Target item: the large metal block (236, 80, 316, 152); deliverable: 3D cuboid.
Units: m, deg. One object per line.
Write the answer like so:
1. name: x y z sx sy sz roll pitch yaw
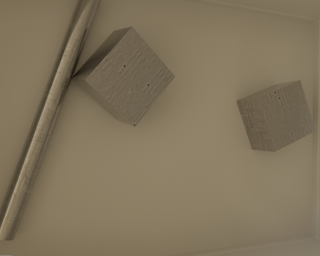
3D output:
1. large metal block: 0.173 -0.018 0.463 0.081 0.050 0.080 -22 98 -19

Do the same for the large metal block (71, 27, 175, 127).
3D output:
1. large metal block: -0.043 -0.061 0.372 0.080 0.050 0.080 45 75 -30

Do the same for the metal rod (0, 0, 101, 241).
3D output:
1. metal rod: -0.130 -0.020 0.362 0.025 0.025 0.299 20 83 -19
